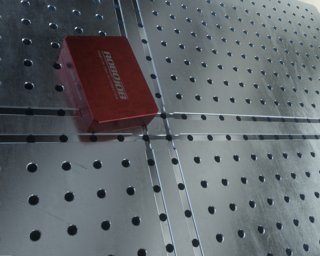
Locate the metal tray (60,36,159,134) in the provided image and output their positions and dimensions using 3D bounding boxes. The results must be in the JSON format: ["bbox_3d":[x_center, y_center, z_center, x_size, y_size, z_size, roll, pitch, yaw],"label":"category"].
[{"bbox_3d":[-0.067,-0.062,0.408,0.091,0.030,0.130,-10,67,-33],"label":"metal tray"}]
